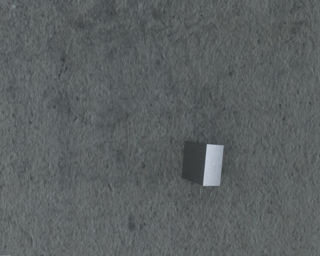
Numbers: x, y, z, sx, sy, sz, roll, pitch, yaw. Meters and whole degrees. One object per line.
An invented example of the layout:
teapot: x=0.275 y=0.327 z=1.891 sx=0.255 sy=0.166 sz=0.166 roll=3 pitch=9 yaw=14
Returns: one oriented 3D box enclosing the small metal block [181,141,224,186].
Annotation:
small metal block: x=0.053 y=0.044 z=0.395 sx=0.025 sy=0.050 sz=0.050 roll=5 pitch=90 yaw=-27
